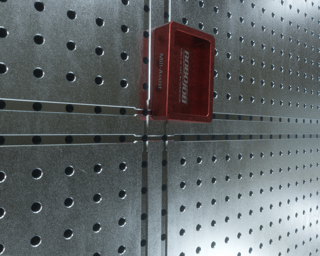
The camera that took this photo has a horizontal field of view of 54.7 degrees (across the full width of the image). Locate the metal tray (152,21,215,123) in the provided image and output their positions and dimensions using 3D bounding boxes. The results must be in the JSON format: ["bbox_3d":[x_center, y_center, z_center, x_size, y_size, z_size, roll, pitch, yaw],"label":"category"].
[{"bbox_3d":[0.036,-0.073,0.437,0.091,0.030,0.129,3,88,-40],"label":"metal tray"}]
